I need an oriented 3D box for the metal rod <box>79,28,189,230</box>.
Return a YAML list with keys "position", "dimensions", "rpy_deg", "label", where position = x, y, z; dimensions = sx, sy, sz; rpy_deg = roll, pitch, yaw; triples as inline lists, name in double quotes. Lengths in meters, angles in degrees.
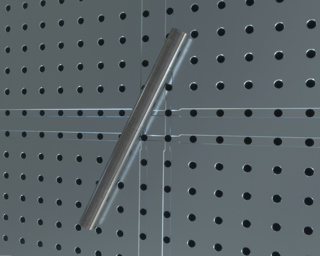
- position: [-0.039, 0.007, 0.425]
  dimensions: [0.025, 0.025, 0.298]
  rpy_deg: [29, 99, 17]
  label: "metal rod"
